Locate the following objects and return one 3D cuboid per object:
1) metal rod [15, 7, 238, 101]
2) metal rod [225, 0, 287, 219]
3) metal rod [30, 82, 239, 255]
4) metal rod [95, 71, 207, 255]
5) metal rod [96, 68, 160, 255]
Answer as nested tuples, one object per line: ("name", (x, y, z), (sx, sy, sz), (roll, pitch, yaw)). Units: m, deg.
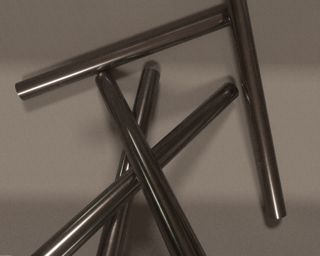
("metal rod", (-0.043, -0.100, 0.410), (0.302, 0.025, 0.025), (-20, 90, -1))
("metal rod", (0.124, -0.029, 0.399), (0.025, 0.025, 0.298), (-13, 96, 0))
("metal rod", (-0.005, 0.035, 0.342), (0.302, 0.025, 0.025), (-41, 90, -29))
("metal rod", (-0.019, 0.030, 0.312), (0.025, 0.025, 0.300), (-30, 47, 0))
("metal rod", (-0.038, 0.060, 0.349), (0.025, 0.025, 0.299), (11, 64, 0))
